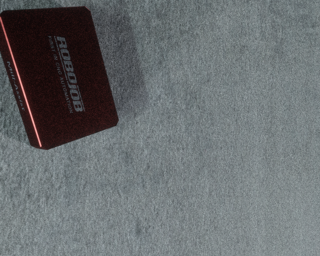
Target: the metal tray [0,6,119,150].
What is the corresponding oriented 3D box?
[{"bbox_3d":[-0.102,-0.052,0.317,0.091,0.030,0.129,-22,104,-38],"label":"metal tray"}]
